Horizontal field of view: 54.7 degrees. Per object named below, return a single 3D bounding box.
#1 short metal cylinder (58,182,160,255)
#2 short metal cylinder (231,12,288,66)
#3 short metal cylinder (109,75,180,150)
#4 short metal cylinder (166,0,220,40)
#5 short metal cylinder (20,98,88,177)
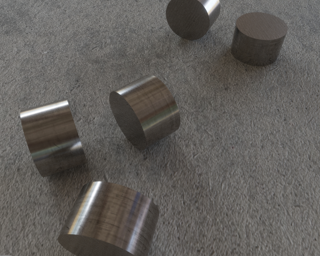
[{"bbox_3d":[-0.046,0.093,0.289,0.080,0.080,0.050,11,51,9],"label":"short metal cylinder"},{"bbox_3d":[0.162,-0.147,0.512,0.080,0.050,0.080,0,50,0],"label":"short metal cylinder"},{"bbox_3d":[-0.020,-0.019,0.383,0.050,0.080,0.080,-30,56,-23],"label":"short metal cylinder"},{"bbox_3d":[0.057,-0.201,0.537,0.080,0.080,0.050,22,54,17],"label":"short metal cylinder"},{"bbox_3d":[-0.121,0.011,0.358,0.050,0.080,0.080,-18,52,-14],"label":"short metal cylinder"}]
